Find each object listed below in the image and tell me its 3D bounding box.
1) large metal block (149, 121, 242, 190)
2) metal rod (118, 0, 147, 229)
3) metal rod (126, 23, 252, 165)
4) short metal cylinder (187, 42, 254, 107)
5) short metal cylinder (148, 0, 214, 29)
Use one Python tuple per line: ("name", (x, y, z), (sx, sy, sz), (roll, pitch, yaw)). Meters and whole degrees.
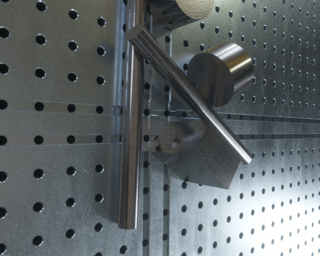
("large metal block", (0.048, 0.035, 0.413), (0.080, 0.080, 0.050), (44, 64, -32))
("metal rod", (-0.033, -0.029, 0.381), (0.025, 0.025, 0.298), (4, 88, -40))
("metal rod", (0.059, -0.028, 0.440), (0.300, 0.025, 0.025), (43, 64, -38))
("short metal cylinder", (0.086, -0.077, 0.445), (0.050, 0.080, 0.080), (-33, 111, -35))
("short metal cylinder", (0.027, -0.180, 0.415), (0.081, 0.050, 0.079), (0, 90, -40))
